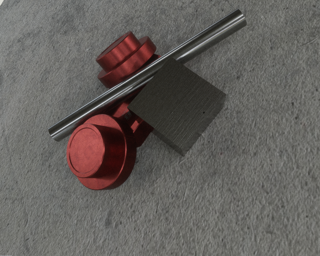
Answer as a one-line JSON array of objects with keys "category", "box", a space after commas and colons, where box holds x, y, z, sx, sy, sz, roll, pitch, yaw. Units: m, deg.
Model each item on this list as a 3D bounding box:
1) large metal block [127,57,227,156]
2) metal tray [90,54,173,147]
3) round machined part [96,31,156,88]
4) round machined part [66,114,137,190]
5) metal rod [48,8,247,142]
[{"category": "large metal block", "box": [0.021, -0.024, 0.375, 0.080, 0.050, 0.080, 37, 81, 14]}, {"category": "metal tray", "box": [-0.030, -0.046, 0.446, 0.090, 0.030, 0.130, 27, 76, 37]}, {"category": "round machined part", "box": [-0.057, -0.107, 0.464, 0.098, 0.042, 0.098, -33, 23, 17]}, {"category": "round machined part", "box": [-0.081, 0.030, 0.396, 0.098, 0.042, 0.098, -6, 78, 34]}, {"category": "metal rod", "box": [-0.022, -0.067, 0.421, 0.300, 0.025, 0.025, -31, 52, 8]}]
